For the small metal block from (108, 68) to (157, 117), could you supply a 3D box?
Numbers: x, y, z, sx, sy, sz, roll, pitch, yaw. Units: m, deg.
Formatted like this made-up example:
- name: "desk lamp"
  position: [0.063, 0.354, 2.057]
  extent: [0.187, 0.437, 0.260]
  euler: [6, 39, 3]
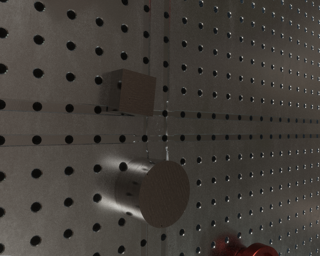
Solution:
- name: "small metal block"
  position: [-0.034, -0.042, 0.383]
  extent: [0.050, 0.025, 0.050]
  euler: [8, 85, -40]

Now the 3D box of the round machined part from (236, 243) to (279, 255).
- name: "round machined part"
  position: [0.162, 0.248, 0.535]
  extent: [0.099, 0.042, 0.097]
  euler: [0, 89, -35]

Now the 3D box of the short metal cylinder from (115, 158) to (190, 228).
- name: "short metal cylinder"
  position: [-0.009, 0.079, 0.388]
  extent: [0.081, 0.050, 0.079]
  euler: [0, 90, -40]
